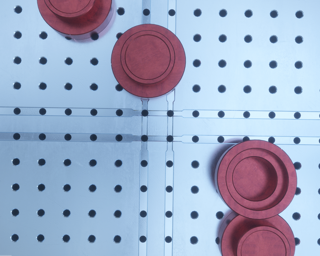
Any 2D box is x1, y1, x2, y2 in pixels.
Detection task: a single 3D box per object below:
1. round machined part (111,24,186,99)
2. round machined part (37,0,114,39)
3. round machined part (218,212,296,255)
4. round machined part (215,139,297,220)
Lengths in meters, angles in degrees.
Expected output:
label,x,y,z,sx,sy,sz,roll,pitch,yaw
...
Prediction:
label,x,y,z,sx,sy,sz,roll,pitch,yaw
round machined part,-0.015,-0.088,0.405,0.099,0.042,0.097,0,90,0
round machined part,-0.112,-0.170,0.404,0.099,0.042,0.097,0,90,0
round machined part,0.129,0.155,0.406,0.099,0.042,0.097,0,90,0
round machined part,0.120,0.065,0.402,0.099,0.042,0.098,0,83,1
